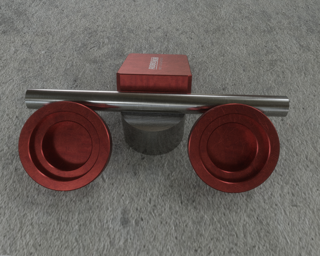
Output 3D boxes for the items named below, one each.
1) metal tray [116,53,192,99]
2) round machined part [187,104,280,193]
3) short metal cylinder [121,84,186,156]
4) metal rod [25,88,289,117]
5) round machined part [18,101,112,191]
[{"bbox_3d":[-0.005,-0.076,0.430,0.091,0.030,0.130,2,24,1],"label":"metal tray"},{"bbox_3d":[0.080,0.021,0.354,0.099,0.042,0.097,0,93,0],"label":"round machined part"},{"bbox_3d":[-0.008,-0.011,0.398,0.081,0.050,0.080,0,50,0],"label":"short metal cylinder"},{"bbox_3d":[-0.004,-0.030,0.366,0.302,0.025,0.025,2,50,1],"label":"metal rod"},{"bbox_3d":[-0.104,0.020,0.355,0.099,0.042,0.097,0,88,-1],"label":"round machined part"}]
